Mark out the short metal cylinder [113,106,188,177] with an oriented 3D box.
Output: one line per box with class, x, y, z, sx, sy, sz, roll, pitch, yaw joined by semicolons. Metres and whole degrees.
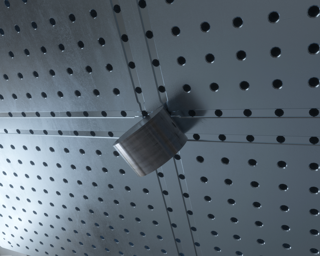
short metal cylinder;-0.012;0.017;0.392;0.080;0.080;0.050;-32;100;38
